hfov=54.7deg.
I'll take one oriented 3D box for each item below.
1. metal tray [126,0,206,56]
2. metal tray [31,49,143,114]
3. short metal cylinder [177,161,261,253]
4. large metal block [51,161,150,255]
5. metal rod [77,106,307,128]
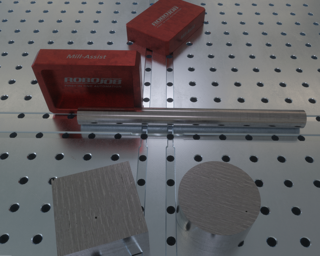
[{"bbox_3d":[0.012,-0.190,0.564,0.090,0.030,0.131,28,55,21],"label":"metal tray"},{"bbox_3d":[-0.090,-0.059,0.414,0.131,0.089,0.030,1,50,0],"label":"metal tray"},{"bbox_3d":[0.058,0.082,0.323,0.081,0.050,0.080,0,50,0],"label":"short metal cylinder"},{"bbox_3d":[-0.060,0.089,0.316,0.081,0.050,0.080,-13,51,-11],"label":"large metal block"},{"bbox_3d":[0.042,-0.014,0.419,0.302,0.025,0.025,1,50,0],"label":"metal rod"}]
